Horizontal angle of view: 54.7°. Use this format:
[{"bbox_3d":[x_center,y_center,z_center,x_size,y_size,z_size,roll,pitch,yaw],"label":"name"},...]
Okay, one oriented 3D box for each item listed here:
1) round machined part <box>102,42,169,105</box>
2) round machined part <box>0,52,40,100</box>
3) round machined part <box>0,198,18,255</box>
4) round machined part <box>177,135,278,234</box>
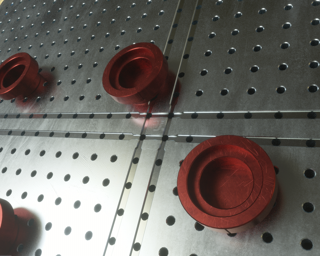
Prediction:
[{"bbox_3d":[-0.032,-0.076,0.459,0.098,0.042,0.098,-13,56,20],"label":"round machined part"},{"bbox_3d":[-0.272,-0.094,0.594,0.098,0.042,0.098,-13,56,20],"label":"round machined part"},{"bbox_3d":[-0.240,0.147,0.431,0.098,0.042,0.098,-13,56,20],"label":"round machined part"},{"bbox_3d":[0.071,0.060,0.323,0.098,0.042,0.098,-13,56,20],"label":"round machined part"}]
